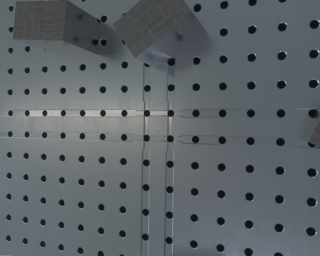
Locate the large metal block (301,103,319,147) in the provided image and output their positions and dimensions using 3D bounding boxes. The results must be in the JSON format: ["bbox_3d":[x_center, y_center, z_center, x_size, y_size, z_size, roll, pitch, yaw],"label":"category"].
[{"bbox_3d":[0.197,0.008,0.314,0.080,0.080,0.050,27,99,18],"label":"large metal block"}]

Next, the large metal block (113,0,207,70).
[{"bbox_3d":[0.003,-0.122,0.383,0.080,0.080,0.050,-36,79,16],"label":"large metal block"}]

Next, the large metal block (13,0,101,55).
[{"bbox_3d":[-0.141,-0.138,0.434,0.080,0.080,0.050,7,93,20],"label":"large metal block"}]
